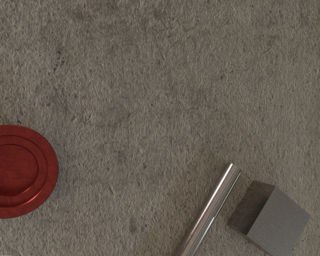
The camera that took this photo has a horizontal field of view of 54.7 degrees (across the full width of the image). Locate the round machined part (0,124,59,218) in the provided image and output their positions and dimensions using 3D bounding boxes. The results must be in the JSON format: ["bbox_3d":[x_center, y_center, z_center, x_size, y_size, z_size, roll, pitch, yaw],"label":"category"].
[{"bbox_3d":[-0.164,0.045,0.340,0.099,0.042,0.097,0,90,-21],"label":"round machined part"}]

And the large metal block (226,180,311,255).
[{"bbox_3d":[0.160,0.136,0.457,0.080,0.050,0.080,39,77,-16],"label":"large metal block"}]

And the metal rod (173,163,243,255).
[{"bbox_3d":[0.029,0.180,0.421,0.025,0.025,0.300,37,78,-17],"label":"metal rod"}]
